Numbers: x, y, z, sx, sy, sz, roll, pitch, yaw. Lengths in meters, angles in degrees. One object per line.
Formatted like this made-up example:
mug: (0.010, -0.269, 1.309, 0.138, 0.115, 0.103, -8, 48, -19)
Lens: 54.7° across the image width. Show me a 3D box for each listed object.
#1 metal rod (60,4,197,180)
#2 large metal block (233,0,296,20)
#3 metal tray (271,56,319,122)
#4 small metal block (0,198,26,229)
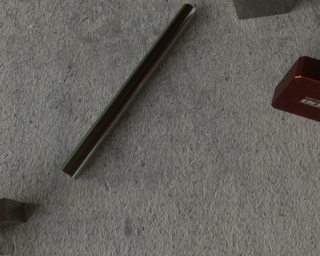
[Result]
metal rod: (-0.035, -0.061, 0.429, 0.025, 0.025, 0.300, 31, 72, 10)
large metal block: (0.159, -0.212, 0.458, 0.081, 0.080, 0.050, -9, 71, -4)
metal tray: (0.220, -0.037, 0.390, 0.131, 0.090, 0.030, 18, 71, 6)
small metal block: (-0.191, 0.101, 0.355, 0.050, 0.050, 0.025, -13, 71, -5)
